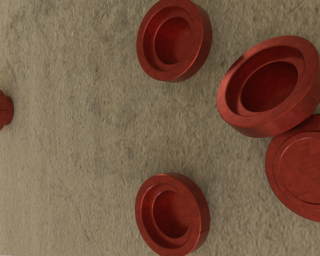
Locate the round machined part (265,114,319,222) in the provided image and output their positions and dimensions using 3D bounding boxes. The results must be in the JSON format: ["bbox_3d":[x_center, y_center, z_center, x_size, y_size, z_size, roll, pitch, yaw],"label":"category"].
[{"bbox_3d":[0.142,0.036,0.276,0.098,0.042,0.097,0,90,39],"label":"round machined part"}]

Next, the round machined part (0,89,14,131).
[{"bbox_3d":[-0.361,-0.039,0.687,0.098,0.042,0.097,0,90,39],"label":"round machined part"}]

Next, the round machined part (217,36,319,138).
[{"bbox_3d":[0.105,-0.033,0.288,0.098,0.042,0.098,-32,39,31],"label":"round machined part"}]

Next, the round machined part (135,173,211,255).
[{"bbox_3d":[0.019,0.103,0.376,0.098,0.042,0.097,0,90,39],"label":"round machined part"}]

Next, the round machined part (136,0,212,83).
[{"bbox_3d":[0.021,-0.103,0.375,0.098,0.042,0.097,0,90,39],"label":"round machined part"}]
